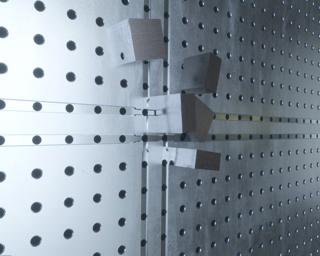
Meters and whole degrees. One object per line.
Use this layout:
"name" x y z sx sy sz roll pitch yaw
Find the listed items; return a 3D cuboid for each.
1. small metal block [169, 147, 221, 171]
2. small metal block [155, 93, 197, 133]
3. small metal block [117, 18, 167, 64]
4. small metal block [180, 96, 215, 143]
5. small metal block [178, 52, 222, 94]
"small metal block" 0.049 0.044 0.437 0.050 0.050 0.025 12 83 -40
"small metal block" 0.020 -0.019 0.412 0.025 0.050 0.050 -6 94 -40
"small metal block" -0.022 -0.110 0.392 0.050 0.025 0.050 -15 100 -39
"small metal block" 0.049 -0.012 0.453 0.050 0.025 0.050 36 68 -35
"small metal block" 0.057 -0.076 0.443 0.025 0.050 0.050 18 78 -39
